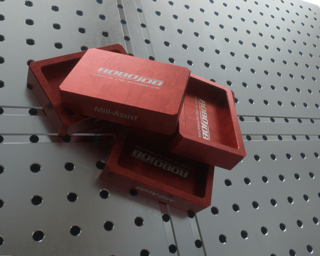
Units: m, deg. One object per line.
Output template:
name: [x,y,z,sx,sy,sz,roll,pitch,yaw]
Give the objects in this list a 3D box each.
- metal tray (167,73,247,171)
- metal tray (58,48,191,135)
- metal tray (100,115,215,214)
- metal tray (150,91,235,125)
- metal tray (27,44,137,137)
metal tray: [0.056,-0.015,0.403,0.091,0.030,0.130,18,43,-17]
metal tray: [-0.037,-0.046,0.361,0.131,0.030,0.090,13,45,6]
metal tray: [0.003,0.040,0.381,0.131,0.030,0.090,24,53,-14]
metal tray: [0.046,-0.031,0.447,0.131,0.030,0.090,17,55,-17]
metal tray: [-0.084,-0.053,0.391,0.131,0.030,0.090,-25,75,-36]
